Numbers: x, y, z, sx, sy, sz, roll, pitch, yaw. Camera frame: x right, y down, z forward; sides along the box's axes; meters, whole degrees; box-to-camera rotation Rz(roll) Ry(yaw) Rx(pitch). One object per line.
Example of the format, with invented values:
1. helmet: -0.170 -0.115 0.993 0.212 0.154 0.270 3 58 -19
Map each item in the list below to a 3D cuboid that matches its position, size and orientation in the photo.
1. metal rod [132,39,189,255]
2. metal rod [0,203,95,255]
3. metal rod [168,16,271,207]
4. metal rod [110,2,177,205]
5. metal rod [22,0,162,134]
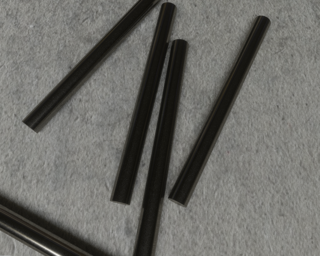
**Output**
1. metal rod: 0.005 0.016 0.402 0.025 0.025 0.299 9 70 3
2. metal rod: -0.144 0.127 0.360 0.301 0.025 0.025 25 72 8
3. metal rod: 0.088 -0.035 0.421 0.025 0.025 0.300 25 72 8
4. metal rod: -0.017 -0.047 0.424 0.025 0.025 0.299 12 70 4
5. metal rod: -0.082 -0.114 0.448 0.025 0.025 0.300 35 73 11
